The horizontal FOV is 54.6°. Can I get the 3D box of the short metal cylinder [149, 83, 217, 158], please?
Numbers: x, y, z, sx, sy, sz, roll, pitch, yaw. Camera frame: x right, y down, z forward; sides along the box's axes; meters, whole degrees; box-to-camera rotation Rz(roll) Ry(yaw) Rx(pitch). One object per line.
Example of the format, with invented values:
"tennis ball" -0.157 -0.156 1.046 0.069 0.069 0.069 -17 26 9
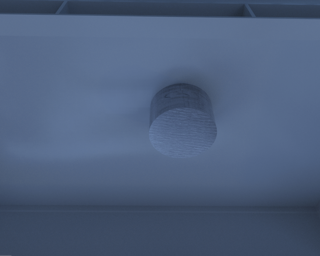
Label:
"short metal cylinder" 0.027 -0.008 0.386 0.080 0.050 0.080 0 130 0
